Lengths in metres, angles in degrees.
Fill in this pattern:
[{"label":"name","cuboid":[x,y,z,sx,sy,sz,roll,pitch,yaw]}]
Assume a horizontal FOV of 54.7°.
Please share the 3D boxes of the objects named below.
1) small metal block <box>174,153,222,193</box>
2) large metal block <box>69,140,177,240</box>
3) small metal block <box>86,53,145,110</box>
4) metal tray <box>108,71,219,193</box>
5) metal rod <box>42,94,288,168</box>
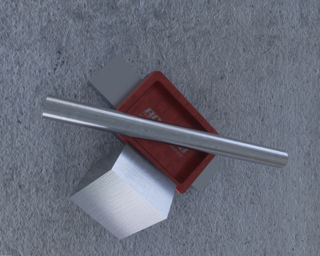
[{"label":"small metal block","cuboid":[0.048,0.053,0.429,0.050,0.025,0.050,40,77,-16]},{"label":"large metal block","cuboid":[-0.042,0.074,0.357,0.080,0.080,0.050,45,34,-15]},{"label":"small metal block","cuboid":[-0.055,-0.056,0.390,0.050,0.025,0.050,47,75,-15]},{"label":"metal tray","cuboid":[0.007,0.006,0.384,0.130,0.030,0.090,46,76,-15]},{"label":"metal rod","cuboid":[0.023,0.010,0.361,0.302,0.025,0.025,13,86,-20]}]
